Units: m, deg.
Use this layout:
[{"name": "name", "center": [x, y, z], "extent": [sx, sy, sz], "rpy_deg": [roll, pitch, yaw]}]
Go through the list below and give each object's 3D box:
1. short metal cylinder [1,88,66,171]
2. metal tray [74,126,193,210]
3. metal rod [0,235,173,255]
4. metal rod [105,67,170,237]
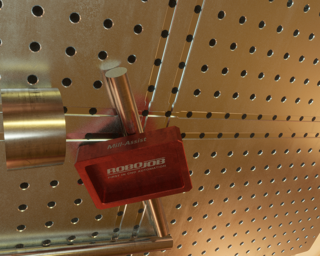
[{"name": "short metal cylinder", "center": [-0.127, 0.000, 0.307], "extent": [0.050, 0.080, 0.079], "rpy_deg": [-4, 121, -27]}, {"name": "metal tray", "center": [-0.030, 0.053, 0.396], "extent": [0.131, 0.030, 0.090], "rpy_deg": [-13, 126, 3]}, {"name": "metal rod", "center": [-0.111, 0.185, 0.466], "extent": [0.302, 0.025, 0.025], "rpy_deg": [8, 115, -32]}, {"name": "metal rod", "center": [-0.023, 0.055, 0.434], "extent": [0.025, 0.025, 0.298], "rpy_deg": [-24, 127, -15]}]
